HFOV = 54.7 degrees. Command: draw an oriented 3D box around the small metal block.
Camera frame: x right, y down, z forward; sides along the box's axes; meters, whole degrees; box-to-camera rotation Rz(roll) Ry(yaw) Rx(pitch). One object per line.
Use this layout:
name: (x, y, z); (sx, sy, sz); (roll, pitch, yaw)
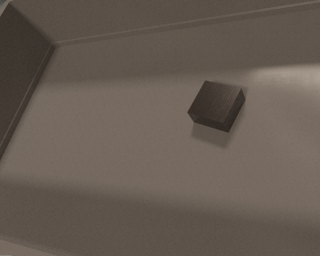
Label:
small metal block: (0.070, -0.027, 0.385); (0.050, 0.025, 0.050); (19, 72, 35)
